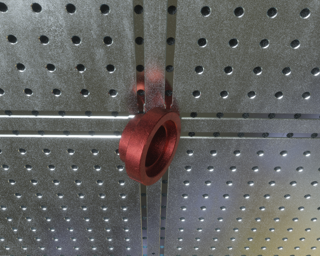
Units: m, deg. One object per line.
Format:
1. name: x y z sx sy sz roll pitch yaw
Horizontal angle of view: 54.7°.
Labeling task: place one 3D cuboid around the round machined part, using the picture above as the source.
1. round machined part: -0.015 0.020 0.392 0.042 0.098 0.097 20 135 25
